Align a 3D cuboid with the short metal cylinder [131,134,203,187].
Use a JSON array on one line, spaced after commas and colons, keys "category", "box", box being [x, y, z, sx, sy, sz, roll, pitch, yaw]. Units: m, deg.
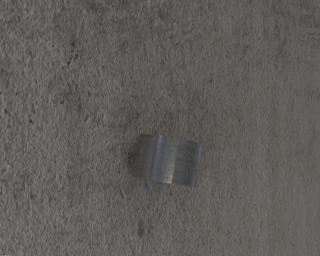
[{"category": "short metal cylinder", "box": [0.009, 0.040, 0.376, 0.080, 0.080, 0.050, 16, 80, -39]}]
